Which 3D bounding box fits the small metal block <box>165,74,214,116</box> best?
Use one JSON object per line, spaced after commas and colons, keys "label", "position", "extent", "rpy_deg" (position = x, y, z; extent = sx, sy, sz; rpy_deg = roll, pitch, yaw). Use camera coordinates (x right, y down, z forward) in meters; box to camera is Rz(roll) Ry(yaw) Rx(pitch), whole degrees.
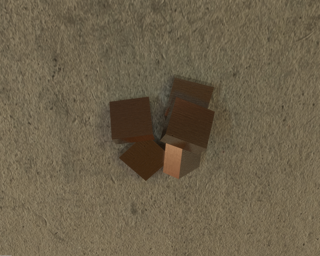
{"label": "small metal block", "position": [0.036, -0.037, 0.398], "extent": [0.050, 0.025, 0.050], "rpy_deg": [13, 110, -5]}

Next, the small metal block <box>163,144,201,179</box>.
{"label": "small metal block", "position": [0.031, 0.032, 0.408], "extent": [0.025, 0.050, 0.050], "rpy_deg": [19, 114, 34]}

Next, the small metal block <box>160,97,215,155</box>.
{"label": "small metal block", "position": [0.033, -0.002, 0.370], "extent": [0.050, 0.025, 0.050], "rpy_deg": [20, 65, -8]}

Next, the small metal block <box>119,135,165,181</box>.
{"label": "small metal block", "position": [-0.019, 0.035, 0.424], "extent": [0.050, 0.025, 0.050], "rpy_deg": [-43, 105, 14]}

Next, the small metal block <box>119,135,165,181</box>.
{"label": "small metal block", "position": [-0.019, 0.035, 0.424], "extent": [0.050, 0.025, 0.050], "rpy_deg": [-43, 105, 14]}

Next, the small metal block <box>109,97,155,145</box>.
{"label": "small metal block", "position": [-0.035, -0.009, 0.394], "extent": [0.050, 0.025, 0.050], "rpy_deg": [-7, 72, 2]}
